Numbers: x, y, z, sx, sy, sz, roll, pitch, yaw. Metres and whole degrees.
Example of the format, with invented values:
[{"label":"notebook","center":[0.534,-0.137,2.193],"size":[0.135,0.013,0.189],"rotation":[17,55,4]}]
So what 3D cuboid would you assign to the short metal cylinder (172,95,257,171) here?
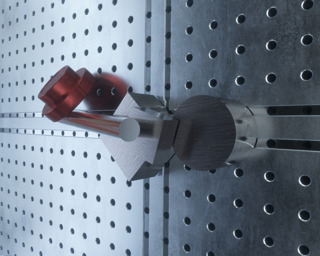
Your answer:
[{"label":"short metal cylinder","center":[0.058,0.005,0.343],"size":[0.080,0.050,0.079],"rotation":[0,90,39]}]

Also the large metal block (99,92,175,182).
[{"label":"large metal block","center":[-0.024,0.011,0.408],"size":[0.080,0.050,0.080],"rotation":[51,120,27]}]

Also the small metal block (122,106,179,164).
[{"label":"small metal block","center":[-0.012,0.007,0.349],"size":[0.050,0.025,0.050],"rotation":[24,105,37]}]

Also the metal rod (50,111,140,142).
[{"label":"metal rod","center":[-0.114,-0.012,0.444],"size":[0.300,0.025,0.025],"rotation":[10,96,56]}]

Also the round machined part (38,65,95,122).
[{"label":"round machined part","center":[-0.152,-0.060,0.485],"size":[0.098,0.042,0.098],"rotation":[-33,31,23]}]
